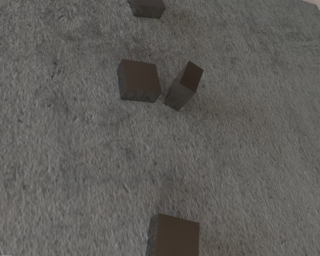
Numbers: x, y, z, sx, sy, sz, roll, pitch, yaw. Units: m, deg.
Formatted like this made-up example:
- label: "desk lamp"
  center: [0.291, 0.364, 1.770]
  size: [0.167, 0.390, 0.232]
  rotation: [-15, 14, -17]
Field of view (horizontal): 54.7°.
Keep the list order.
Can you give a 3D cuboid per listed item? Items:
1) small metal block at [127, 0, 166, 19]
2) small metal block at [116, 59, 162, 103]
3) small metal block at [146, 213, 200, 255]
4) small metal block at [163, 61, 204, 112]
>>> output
- label: "small metal block"
  center: [-0.025, -0.214, 0.523]
  size: [0.050, 0.025, 0.050]
  rotation: [-6, 65, -31]
- label: "small metal block"
  center: [-0.030, -0.065, 0.429]
  size: [0.050, 0.025, 0.050]
  rotation: [3, 60, -27]
- label: "small metal block"
  center: [0.014, 0.126, 0.336]
  size: [0.050, 0.025, 0.050]
  rotation: [19, 54, -18]
- label: "small metal block"
  center: [0.034, -0.059, 0.444]
  size: [0.025, 0.050, 0.050]
  rotation: [30, 52, -9]
